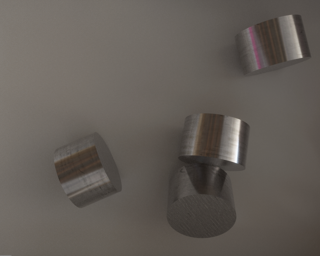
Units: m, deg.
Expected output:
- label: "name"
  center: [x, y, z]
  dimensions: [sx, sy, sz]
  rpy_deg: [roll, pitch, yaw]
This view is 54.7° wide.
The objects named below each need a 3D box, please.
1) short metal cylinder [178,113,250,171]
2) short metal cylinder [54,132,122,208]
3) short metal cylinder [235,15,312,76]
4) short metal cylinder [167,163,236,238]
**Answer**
- label: "short metal cylinder"
  center: [0.066, 0.019, 0.379]
  dimensions: [0.080, 0.080, 0.050]
  rpy_deg: [11, 75, 0]
- label: "short metal cylinder"
  center: [-0.087, 0.051, 0.383]
  dimensions: [0.050, 0.080, 0.080]
  rpy_deg: [-24, 90, 0]
- label: "short metal cylinder"
  center: [0.139, -0.100, 0.385]
  dimensions: [0.080, 0.080, 0.050]
  rpy_deg: [-14, 90, 0]
- label: "short metal cylinder"
  center: [0.050, 0.090, 0.380]
  dimensions: [0.080, 0.050, 0.079]
  rpy_deg: [2, 126, 3]
